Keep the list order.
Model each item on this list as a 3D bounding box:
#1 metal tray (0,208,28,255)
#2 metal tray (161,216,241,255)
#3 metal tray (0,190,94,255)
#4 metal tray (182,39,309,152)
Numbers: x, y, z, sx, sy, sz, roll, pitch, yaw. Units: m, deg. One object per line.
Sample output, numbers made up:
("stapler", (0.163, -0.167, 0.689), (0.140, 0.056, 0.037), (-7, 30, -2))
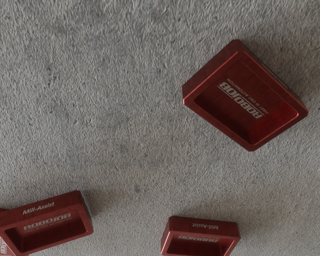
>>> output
("metal tray", (-0.286, 0.198, 0.570), (0.091, 0.030, 0.129), (13, 129, -12))
("metal tray", (0.073, 0.209, 0.582), (0.131, 0.030, 0.089), (8, 130, -7))
("metal tray", (-0.185, 0.159, 0.512), (0.131, 0.030, 0.089), (-15, 131, -10))
("metal tray", (0.103, -0.033, 0.376), (0.130, 0.030, 0.090), (33, 122, -25))
